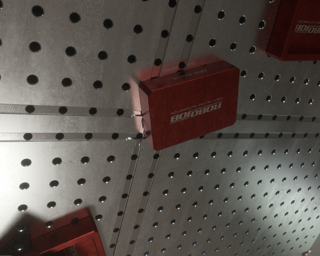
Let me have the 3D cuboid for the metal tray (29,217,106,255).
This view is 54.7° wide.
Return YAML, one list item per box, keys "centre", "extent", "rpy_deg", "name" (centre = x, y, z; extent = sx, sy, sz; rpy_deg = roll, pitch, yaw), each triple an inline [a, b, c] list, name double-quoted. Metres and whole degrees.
- centre: [-0.128, 0.201, 0.463]
  extent: [0.091, 0.030, 0.129]
  rpy_deg: [-19, 126, -18]
  name: "metal tray"

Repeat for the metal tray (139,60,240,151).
- centre: [0.042, -0.030, 0.414]
  extent: [0.131, 0.030, 0.089]
  rpy_deg: [-18, 126, -19]
  name: "metal tray"

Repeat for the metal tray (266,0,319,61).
- centre: [0.222, -0.144, 0.443]
  extent: [0.131, 0.030, 0.089]
  rpy_deg: [-7, 122, -26]
  name: "metal tray"

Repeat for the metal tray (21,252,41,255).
- centre: [-0.165, 0.227, 0.422]
  extent: [0.090, 0.030, 0.130]
  rpy_deg: [-26, 120, 17]
  name: "metal tray"
